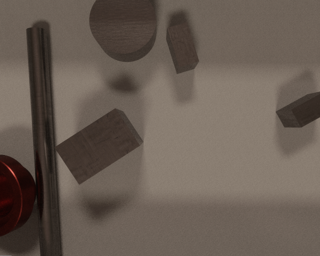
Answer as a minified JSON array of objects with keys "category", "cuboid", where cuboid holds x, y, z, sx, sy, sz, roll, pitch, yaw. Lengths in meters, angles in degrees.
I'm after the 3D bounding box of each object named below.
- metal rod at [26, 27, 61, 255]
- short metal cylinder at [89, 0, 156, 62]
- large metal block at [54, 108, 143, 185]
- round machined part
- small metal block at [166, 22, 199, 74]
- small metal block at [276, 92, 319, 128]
[{"category":"metal rod","cuboid":[-0.154,0.020,0.409,0.025,0.025,0.298,-4,90,-1]},{"category":"short metal cylinder","cuboid":[-0.045,-0.130,0.398,0.081,0.050,0.079,0,90,-1]},{"category":"large metal block","cuboid":[-0.070,0.020,0.383,0.080,0.080,0.050,-33,90,0]},{"category":"round machined part","cuboid":[-0.198,0.082,0.391,0.098,0.042,0.097,1,93,19]},{"category":"small metal block","cuboid":[0.028,-0.101,0.399,0.025,0.050,0.050,-17,90,0]},{"category":"small metal block","cuboid":[0.187,-0.023,0.401,0.050,0.050,0.025,-29,90,0]}]
